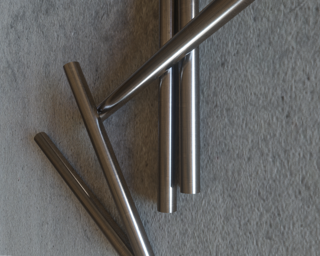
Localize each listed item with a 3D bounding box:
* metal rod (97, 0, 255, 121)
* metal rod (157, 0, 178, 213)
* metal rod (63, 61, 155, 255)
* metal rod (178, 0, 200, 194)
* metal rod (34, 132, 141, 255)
[{"bbox_3d":[-0.013,-0.069,0.381,0.299,0.025,0.025,-31,71,46],"label":"metal rod"},{"bbox_3d":[0.010,-0.044,0.394,0.025,0.025,0.298,1,90,39],"label":"metal rod"},{"bbox_3d":[-0.074,0.044,0.437,0.025,0.025,0.299,-28,81,36],"label":"metal rod"},{"bbox_3d":[0.035,-0.072,0.374,0.025,0.025,0.298,-1,90,39],"label":"metal rod"},{"bbox_3d":[-0.131,0.102,0.509,0.300,0.025,0.025,41,115,32],"label":"metal rod"}]
